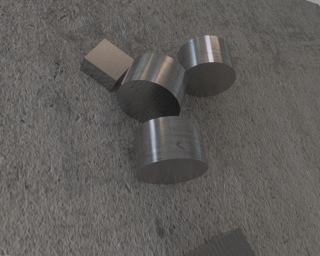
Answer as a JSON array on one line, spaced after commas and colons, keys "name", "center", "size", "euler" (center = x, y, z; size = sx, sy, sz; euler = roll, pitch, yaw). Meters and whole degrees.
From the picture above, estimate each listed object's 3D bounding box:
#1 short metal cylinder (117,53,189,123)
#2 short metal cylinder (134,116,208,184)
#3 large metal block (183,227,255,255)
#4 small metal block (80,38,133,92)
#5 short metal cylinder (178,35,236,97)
[{"name": "short metal cylinder", "center": [-0.008, -0.048, 0.393], "size": [0.080, 0.080, 0.050], "euler": [27, 53, -12]}, {"name": "short metal cylinder", "center": [0.011, 0.028, 0.357], "size": [0.081, 0.080, 0.050], "euler": [8, 58, -24]}, {"name": "large metal block", "center": [0.062, 0.163, 0.322], "size": [0.081, 0.050, 0.080], "euler": [-16, 70, -34]}, {"name": "small metal block", "center": [-0.070, -0.085, 0.418], "size": [0.050, 0.025, 0.050], "euler": [36, 51, -5]}, {"name": "short metal cylinder", "center": [0.068, -0.090, 0.460], "size": [0.081, 0.080, 0.050], "euler": [11, 57, -23]}]
